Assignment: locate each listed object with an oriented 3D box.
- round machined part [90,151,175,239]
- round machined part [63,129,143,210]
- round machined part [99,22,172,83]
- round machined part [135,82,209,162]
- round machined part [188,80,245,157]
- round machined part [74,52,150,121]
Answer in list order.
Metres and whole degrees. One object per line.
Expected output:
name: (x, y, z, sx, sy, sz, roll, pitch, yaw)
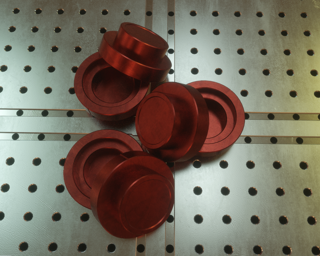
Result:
round machined part: (-0.023, 0.077, 0.344, 0.099, 0.042, 0.097, -9, 106, -32)
round machined part: (-0.064, 0.054, 0.382, 0.099, 0.042, 0.098, 0, 70, 0)
round machined part: (-0.027, -0.105, 0.412, 0.098, 0.042, 0.098, 22, 30, -13)
round machined part: (0.007, -0.008, 0.373, 0.042, 0.098, 0.098, 5, 63, -44)
round machined part: (0.057, -0.010, 0.406, 0.099, 0.042, 0.098, 0, 70, 0)
round machined part: (-0.062, -0.055, 0.421, 0.099, 0.042, 0.098, 0, 70, 0)
